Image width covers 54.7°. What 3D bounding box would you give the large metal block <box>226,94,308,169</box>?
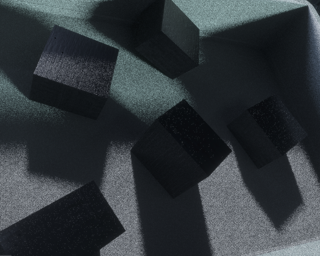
[{"bbox_3d":[0.165,0.004,0.476,0.081,0.050,0.080,-26,76,-37],"label":"large metal block"}]

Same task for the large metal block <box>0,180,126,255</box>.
[{"bbox_3d":[-0.087,0.097,0.264,0.081,0.080,0.050,-27,77,-37],"label":"large metal block"}]

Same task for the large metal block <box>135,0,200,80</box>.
[{"bbox_3d":[0.014,-0.133,0.461,0.080,0.050,0.080,34,48,-36],"label":"large metal block"}]

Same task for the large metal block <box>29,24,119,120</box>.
[{"bbox_3d":[-0.102,-0.066,0.375,0.081,0.050,0.080,18,55,-18],"label":"large metal block"}]

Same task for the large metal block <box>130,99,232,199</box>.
[{"bbox_3d":[0.022,0.027,0.366,0.080,0.080,0.050,48,51,5],"label":"large metal block"}]
